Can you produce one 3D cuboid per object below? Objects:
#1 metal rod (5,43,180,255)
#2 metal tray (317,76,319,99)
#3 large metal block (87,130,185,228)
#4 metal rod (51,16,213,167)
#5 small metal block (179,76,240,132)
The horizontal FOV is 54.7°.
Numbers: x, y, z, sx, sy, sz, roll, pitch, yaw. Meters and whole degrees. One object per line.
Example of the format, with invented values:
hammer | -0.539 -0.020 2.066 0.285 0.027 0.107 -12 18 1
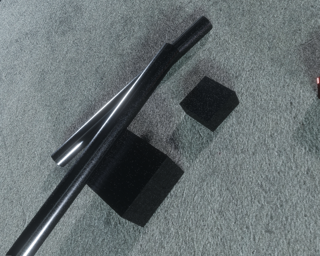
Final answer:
metal rod | -0.069 0.021 0.361 0.025 0.025 0.300 27 76 37
metal tray | 0.236 -0.034 0.297 0.090 0.030 0.130 -41 51 0
large metal block | -0.033 0.056 0.369 0.080 0.050 0.080 31 79 37
metal rod | -0.040 -0.055 0.456 0.300 0.025 0.025 -43 51 -2
small metal block | 0.062 -0.031 0.390 0.050 0.025 0.050 -47 52 -5
